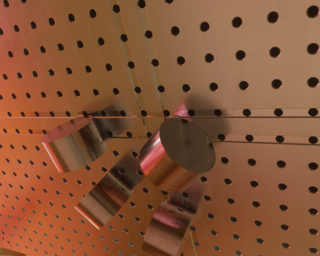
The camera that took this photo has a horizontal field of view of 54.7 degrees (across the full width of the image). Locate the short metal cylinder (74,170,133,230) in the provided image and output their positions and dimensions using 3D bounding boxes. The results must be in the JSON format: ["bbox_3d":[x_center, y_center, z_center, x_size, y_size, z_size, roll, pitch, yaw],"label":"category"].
[{"bbox_3d":[-0.089,0.113,0.492,0.050,0.080,0.080,44,129,-2],"label":"short metal cylinder"}]

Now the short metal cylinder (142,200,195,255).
[{"bbox_3d":[0.015,0.155,0.464,0.050,0.080,0.079,20,126,16],"label":"short metal cylinder"}]

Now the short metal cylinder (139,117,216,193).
[{"bbox_3d":[0.021,0.033,0.385,0.080,0.080,0.050,41,129,0],"label":"short metal cylinder"}]

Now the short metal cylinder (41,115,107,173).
[{"bbox_3d":[-0.125,0.022,0.455,0.080,0.080,0.050,-9,114,32],"label":"short metal cylinder"}]
